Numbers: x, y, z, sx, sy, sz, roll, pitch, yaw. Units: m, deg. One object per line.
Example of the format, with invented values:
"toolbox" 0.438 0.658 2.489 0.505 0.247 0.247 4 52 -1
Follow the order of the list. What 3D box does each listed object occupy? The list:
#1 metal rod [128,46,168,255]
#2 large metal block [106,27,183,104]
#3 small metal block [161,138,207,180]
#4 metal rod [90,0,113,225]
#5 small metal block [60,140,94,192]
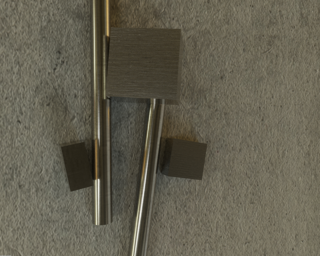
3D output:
"metal rod" -0.014 0.042 0.404 0.025 0.025 0.298 8 87 -20
"large metal block" -0.016 -0.072 0.373 0.080 0.050 0.080 4 87 7
"small metal block" 0.033 0.042 0.422 0.050 0.025 0.050 10 87 -20
"metal rod" -0.073 -0.033 0.382 0.025 0.025 0.298 -1 90 -20
"small metal block" -0.098 0.042 0.360 0.025 0.050 0.050 -12 95 -20
